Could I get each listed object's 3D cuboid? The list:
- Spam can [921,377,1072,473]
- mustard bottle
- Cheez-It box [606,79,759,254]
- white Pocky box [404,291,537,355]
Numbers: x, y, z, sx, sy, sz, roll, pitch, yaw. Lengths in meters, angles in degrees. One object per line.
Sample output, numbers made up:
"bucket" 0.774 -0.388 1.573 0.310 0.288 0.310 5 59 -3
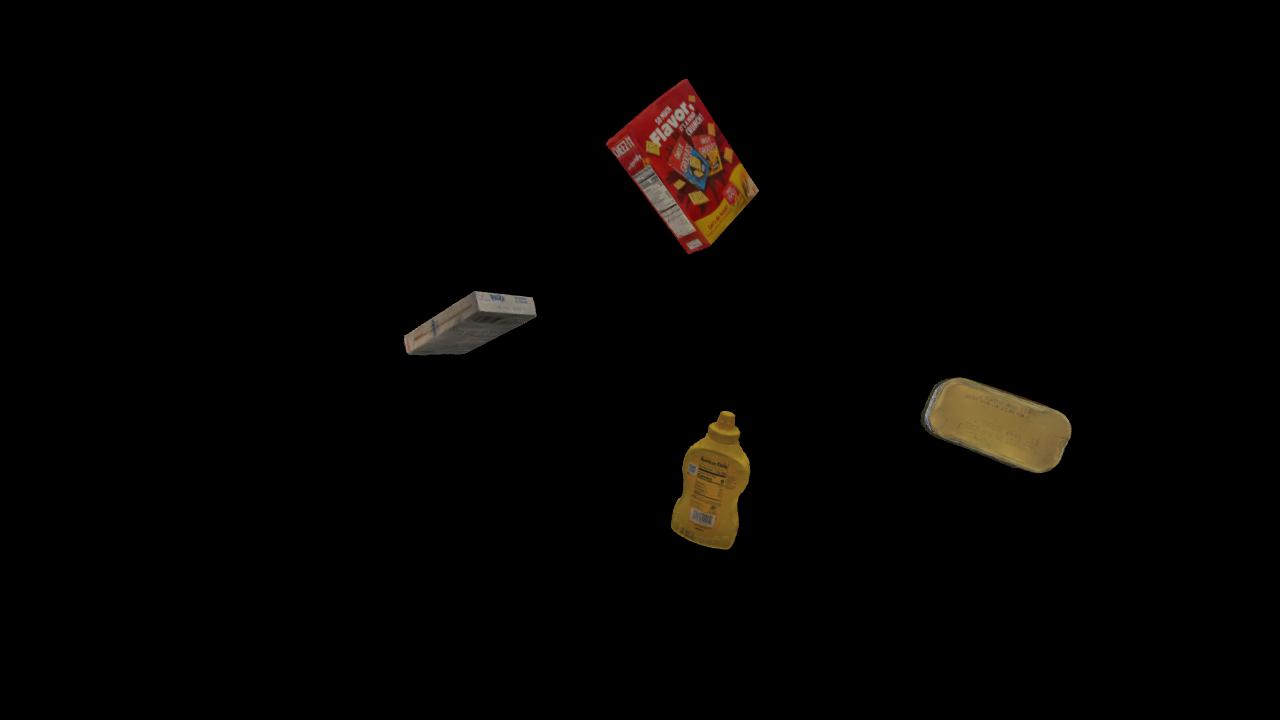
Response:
"Spam can" 0.296 0.054 0.520 0.101 0.058 0.085 22 5 23
"mustard bottle" 0.099 0.154 0.816 0.092 0.184 0.054 17 18 25
"Cheez-It box" 0.075 -0.309 0.991 0.166 0.223 0.071 -50 21 -29
"white Pocky box" -0.202 -0.040 0.729 0.154 0.028 0.084 -21 -13 38
